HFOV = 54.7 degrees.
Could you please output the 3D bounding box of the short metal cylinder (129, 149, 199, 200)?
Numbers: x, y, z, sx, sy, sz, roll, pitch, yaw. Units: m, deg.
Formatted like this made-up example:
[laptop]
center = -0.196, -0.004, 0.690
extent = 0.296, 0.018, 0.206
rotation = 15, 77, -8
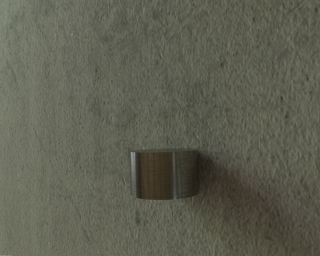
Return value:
[short metal cylinder]
center = 0.005, 0.051, 0.363
extent = 0.080, 0.081, 0.050
rotation = -3, 88, 39
